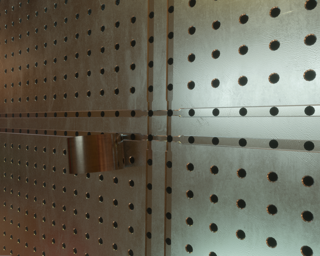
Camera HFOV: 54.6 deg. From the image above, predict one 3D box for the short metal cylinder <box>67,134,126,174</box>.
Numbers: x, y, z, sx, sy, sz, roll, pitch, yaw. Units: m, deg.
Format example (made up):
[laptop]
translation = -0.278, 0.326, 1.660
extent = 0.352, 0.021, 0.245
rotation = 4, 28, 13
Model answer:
[short metal cylinder]
translation = -0.092, 0.037, 0.451
extent = 0.080, 0.081, 0.050
rotation = -8, 85, 40
